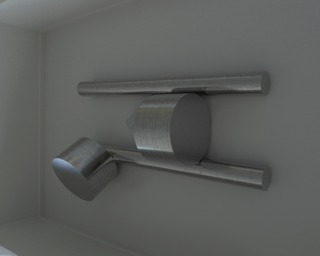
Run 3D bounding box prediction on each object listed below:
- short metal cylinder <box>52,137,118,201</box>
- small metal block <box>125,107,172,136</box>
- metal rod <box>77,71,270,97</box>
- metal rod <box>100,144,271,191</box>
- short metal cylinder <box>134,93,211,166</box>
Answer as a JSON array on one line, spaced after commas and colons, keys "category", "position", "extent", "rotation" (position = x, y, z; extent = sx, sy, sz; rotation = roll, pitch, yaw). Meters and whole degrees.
[{"category": "short metal cylinder", "position": [-0.110, 0.060, 0.454], "extent": [0.080, 0.050, 0.079], "rotation": [24, 137, 24]}, {"category": "small metal block", "position": [-0.013, -0.004, 0.413], "extent": [0.050, 0.025, 0.050], "rotation": [-45, 63, 30]}, {"category": "metal rod", "position": [-0.009, -0.054, 0.409], "extent": [0.300, 0.025, 0.025], "rotation": [5, 93, 39]}, {"category": "metal rod", "position": [-0.008, 0.043, 0.409], "extent": [0.300, 0.025, 0.025], "rotation": [4, 93, 39]}, {"category": "short metal cylinder", "position": [0.016, 0.001, 0.354], "extent": [0.050, 0.081, 0.079], "rotation": [2, 92, 40]}]
